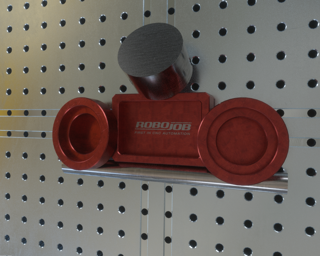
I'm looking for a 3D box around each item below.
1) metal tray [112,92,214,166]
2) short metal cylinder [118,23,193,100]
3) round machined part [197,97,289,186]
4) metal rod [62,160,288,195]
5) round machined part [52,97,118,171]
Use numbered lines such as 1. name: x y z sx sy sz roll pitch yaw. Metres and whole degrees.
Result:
1. metal tray: 0.002 0.000 0.404 0.130 0.030 0.089 1 91 19
2. short metal cylinder: -0.005 -0.081 0.381 0.080 0.050 0.080 -8 61 15
3. round machined part: 0.094 0.015 0.361 0.098 0.042 0.097 0 88 12
4. metal rod: 0.005 0.059 0.406 0.301 0.025 0.025 2 91 19
5. round machined part: -0.098 0.008 0.429 0.098 0.042 0.097 -1 87 28
